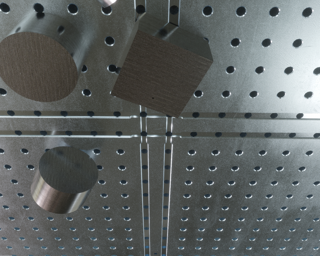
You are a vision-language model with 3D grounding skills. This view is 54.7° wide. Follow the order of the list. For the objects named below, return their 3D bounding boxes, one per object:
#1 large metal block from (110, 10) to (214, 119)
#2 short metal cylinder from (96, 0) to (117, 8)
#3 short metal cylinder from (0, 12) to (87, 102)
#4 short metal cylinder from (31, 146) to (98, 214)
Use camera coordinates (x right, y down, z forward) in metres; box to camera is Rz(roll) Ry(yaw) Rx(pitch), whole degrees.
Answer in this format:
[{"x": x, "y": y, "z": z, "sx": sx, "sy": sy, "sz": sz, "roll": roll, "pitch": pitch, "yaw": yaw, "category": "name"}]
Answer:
[{"x": 0.000, "y": -0.067, "z": 0.338, "sx": 0.080, "sy": 0.050, "sz": 0.079, "roll": 19, "pitch": 128, "yaw": -16, "category": "large metal block"}, {"x": -0.037, "y": -0.146, "z": 0.250, "sx": 0.080, "sy": 0.080, "sz": 0.050, "roll": -34, "pitch": 122, "yaw": 25, "category": "short metal cylinder"}, {"x": -0.124, "y": -0.075, "z": 0.330, "sx": 0.081, "sy": 0.050, "sz": 0.079, "roll": 0, "pitch": 130, "yaw": 0, "category": "short metal cylinder"}, {"x": -0.134, "y": 0.072, "z": 0.436, "sx": 0.080, "sy": 0.080, "sz": 0.050, "roll": 21, "pitch": 127, "yaw": -17, "category": "short metal cylinder"}]
